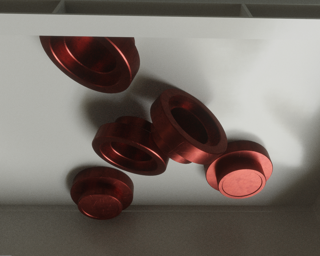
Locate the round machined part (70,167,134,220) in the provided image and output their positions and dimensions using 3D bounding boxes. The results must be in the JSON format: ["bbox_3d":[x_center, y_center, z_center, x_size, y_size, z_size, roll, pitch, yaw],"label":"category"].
[{"bbox_3d":[-0.092,0.109,0.489,0.099,0.042,0.097,-1,130,0],"label":"round machined part"}]

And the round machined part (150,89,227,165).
[{"bbox_3d":[0.028,0.003,0.365,0.098,0.098,0.042,28,124,-22],"label":"round machined part"}]

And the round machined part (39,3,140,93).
[{"bbox_3d":[-0.065,-0.082,0.310,0.098,0.042,0.098,19,151,11],"label":"round machined part"}]

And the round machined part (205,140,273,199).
[{"bbox_3d":[0.117,0.068,0.457,0.099,0.042,0.097,-1,130,0],"label":"round machined part"}]

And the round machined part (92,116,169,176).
[{"bbox_3d":[-0.034,0.020,0.399,0.098,0.042,0.098,14,150,9],"label":"round machined part"}]
